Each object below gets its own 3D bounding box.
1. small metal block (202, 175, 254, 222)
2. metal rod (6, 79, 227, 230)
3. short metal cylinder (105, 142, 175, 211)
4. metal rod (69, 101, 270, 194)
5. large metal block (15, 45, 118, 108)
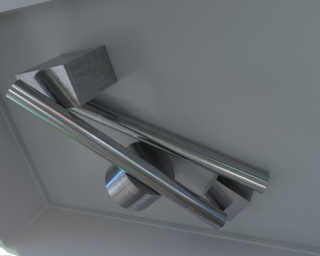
[{"bbox_3d":[0.088,0.091,0.416,0.050,0.025,0.050,33,129,6],"label":"small metal block"},{"bbox_3d":[-0.042,0.038,0.376,0.301,0.025,0.025,34,130,-11],"label":"metal rod"},{"bbox_3d":[-0.027,0.066,0.424,0.080,0.080,0.050,42,129,-2],"label":"short metal cylinder"},{"bbox_3d":[-0.005,0.014,0.417,0.301,0.025,0.025,23,127,14],"label":"metal rod"},{"bbox_3d":[-0.115,-0.063,0.392,0.080,0.080,0.050,-4,117,29],"label":"large metal block"}]
